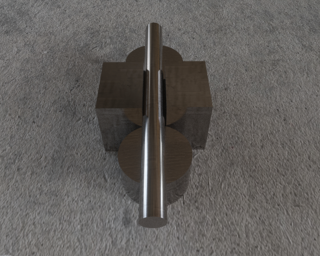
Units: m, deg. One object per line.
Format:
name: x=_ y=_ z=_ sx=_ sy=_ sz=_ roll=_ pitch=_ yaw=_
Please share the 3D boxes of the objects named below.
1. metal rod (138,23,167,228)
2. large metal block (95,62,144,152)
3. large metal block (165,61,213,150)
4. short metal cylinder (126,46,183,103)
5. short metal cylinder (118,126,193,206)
metal rod: x=-0.008 y=-0.032 z=0.366 sx=0.025 sy=0.025 sz=0.300 roll=0 pitch=50 yaw=0
large metal block: x=-0.045 y=-0.026 z=0.390 sx=0.050 sy=0.080 sz=0.080 roll=-1 pitch=50 yaw=-1
large metal block: x=0.032 y=-0.028 z=0.392 sx=0.050 sy=0.080 sz=0.080 roll=-1 pitch=50 yaw=-1
short metal cylinder: x=-0.008 y=-0.077 z=0.453 sx=0.081 sy=0.050 sz=0.080 roll=0 pitch=49 yaw=0
short metal cylinder: x=-0.005 y=0.043 z=0.353 sx=0.081 sy=0.050 sz=0.080 roll=0 pitch=49 yaw=0
